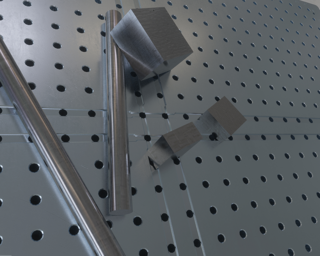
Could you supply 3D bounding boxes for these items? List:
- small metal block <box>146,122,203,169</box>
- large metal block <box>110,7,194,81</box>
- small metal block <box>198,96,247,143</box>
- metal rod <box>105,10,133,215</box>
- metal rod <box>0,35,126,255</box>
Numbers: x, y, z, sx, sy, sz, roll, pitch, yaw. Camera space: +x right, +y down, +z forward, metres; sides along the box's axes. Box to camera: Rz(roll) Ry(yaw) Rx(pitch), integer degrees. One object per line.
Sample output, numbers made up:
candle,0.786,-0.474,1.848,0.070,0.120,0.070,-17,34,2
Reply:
small metal block,0.018,0.022,0.389,0.050,0.050,0.025,-24,75,-36
large metal block,-0.010,-0.122,0.443,0.081,0.050,0.080,-31,89,-50
small metal block,0.095,-0.013,0.468,0.050,0.025,0.050,49,51,6
metal rod,-0.056,-0.040,0.402,0.025,0.025,0.299,8,58,-24
metal rod,-0.122,0.014,0.333,0.025,0.025,0.299,-24,75,-37
